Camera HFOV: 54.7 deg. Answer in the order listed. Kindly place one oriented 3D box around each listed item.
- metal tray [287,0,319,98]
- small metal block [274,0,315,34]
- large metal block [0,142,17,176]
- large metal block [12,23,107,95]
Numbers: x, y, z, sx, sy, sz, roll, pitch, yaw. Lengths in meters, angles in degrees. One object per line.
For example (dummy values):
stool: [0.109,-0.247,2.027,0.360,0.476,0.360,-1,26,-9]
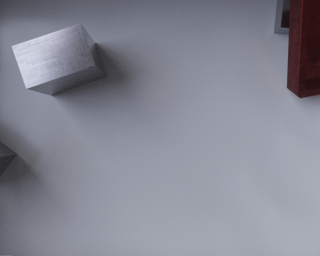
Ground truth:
metal tray: [0.209,-0.108,0.382,0.091,0.030,0.129,-11,119,-1]
small metal block: [0.184,-0.153,0.414,0.050,0.025,0.050,6,90,-1]
large metal block: [-0.241,0.031,0.381,0.080,0.080,0.050,37,90,-1]
large metal block: [-0.118,-0.080,0.382,0.080,0.080,0.050,-19,90,0]
